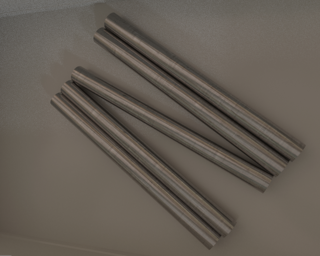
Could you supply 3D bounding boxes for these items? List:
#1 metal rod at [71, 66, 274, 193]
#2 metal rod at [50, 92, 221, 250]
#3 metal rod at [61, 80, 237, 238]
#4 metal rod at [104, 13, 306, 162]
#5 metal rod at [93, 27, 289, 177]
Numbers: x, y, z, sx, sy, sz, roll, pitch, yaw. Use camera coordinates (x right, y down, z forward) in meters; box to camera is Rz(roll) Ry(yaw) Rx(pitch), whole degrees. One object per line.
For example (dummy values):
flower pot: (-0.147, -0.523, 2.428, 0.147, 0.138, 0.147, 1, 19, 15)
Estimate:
metal rod: (0.003, -0.006, 0.408, 0.300, 0.025, 0.025, 30, 100, 17)
metal rod: (-0.042, 0.049, 0.424, 0.300, 0.025, 0.025, 40, 103, 15)
metal rod: (-0.025, 0.032, 0.418, 0.300, 0.025, 0.025, 40, 103, 15)
metal rod: (0.045, -0.061, 0.393, 0.300, 0.025, 0.025, 38, 102, 16)
metal rod: (0.028, -0.042, 0.399, 0.300, 0.025, 0.025, 38, 102, 16)
